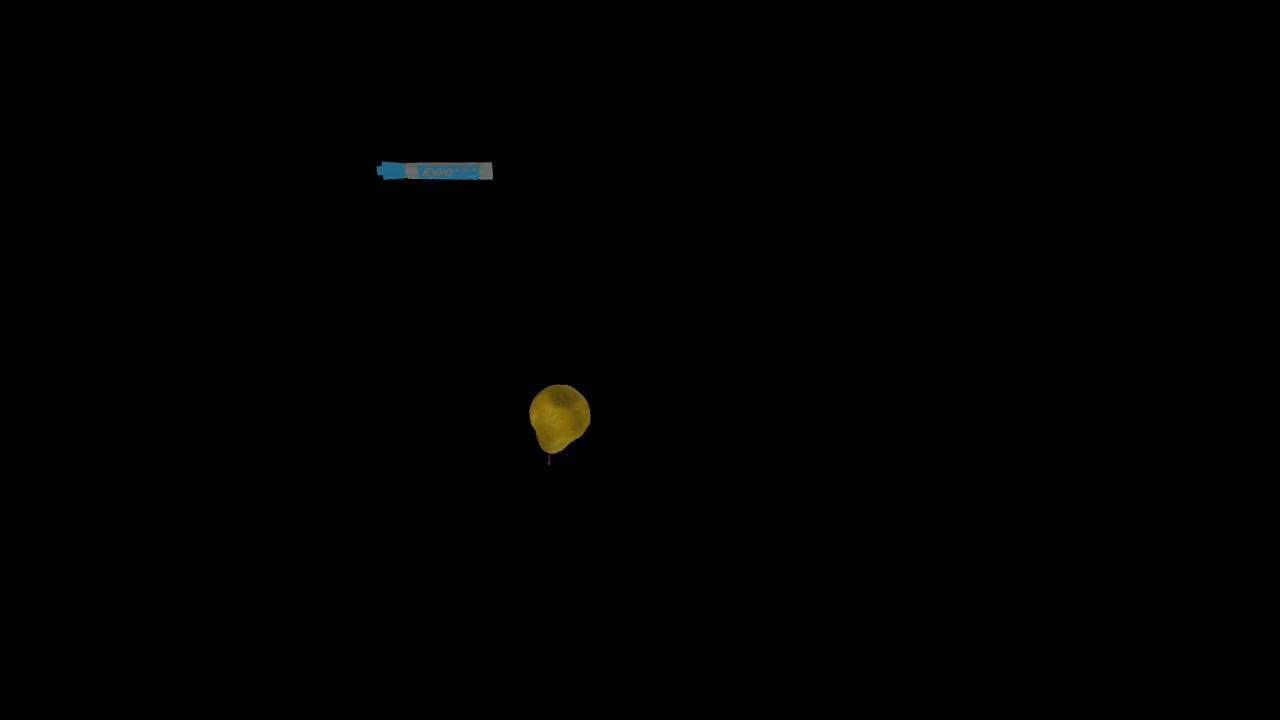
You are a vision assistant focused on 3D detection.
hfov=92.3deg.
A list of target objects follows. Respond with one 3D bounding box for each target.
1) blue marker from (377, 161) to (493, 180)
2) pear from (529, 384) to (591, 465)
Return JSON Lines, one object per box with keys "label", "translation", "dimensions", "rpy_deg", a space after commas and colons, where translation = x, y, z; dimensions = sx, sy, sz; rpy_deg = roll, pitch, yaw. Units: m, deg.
{"label": "blue marker", "translation": [-0.224, -0.208, 0.677], "dimensions": [0.121, 0.020, 0.020], "rpy_deg": [-5, 1, -17]}
{"label": "pear", "translation": [-0.112, 0.087, 0.813], "dimensions": [0.080, 0.111, 0.080], "rpy_deg": [19, 33, -13]}
